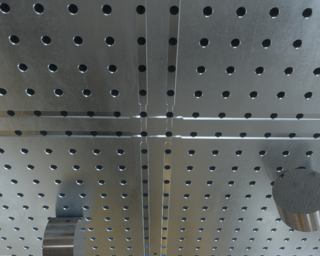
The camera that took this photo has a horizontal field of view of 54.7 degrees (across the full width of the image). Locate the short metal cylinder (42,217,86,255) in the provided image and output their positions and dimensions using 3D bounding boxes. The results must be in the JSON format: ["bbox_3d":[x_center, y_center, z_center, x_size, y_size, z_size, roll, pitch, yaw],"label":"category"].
[{"bbox_3d":[-0.165,0.198,0.542,0.050,0.080,0.079,-1,130,1],"label":"short metal cylinder"}]

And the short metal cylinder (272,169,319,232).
[{"bbox_3d":[0.217,0.109,0.470,0.080,0.080,0.050,-19,128,15],"label":"short metal cylinder"}]
